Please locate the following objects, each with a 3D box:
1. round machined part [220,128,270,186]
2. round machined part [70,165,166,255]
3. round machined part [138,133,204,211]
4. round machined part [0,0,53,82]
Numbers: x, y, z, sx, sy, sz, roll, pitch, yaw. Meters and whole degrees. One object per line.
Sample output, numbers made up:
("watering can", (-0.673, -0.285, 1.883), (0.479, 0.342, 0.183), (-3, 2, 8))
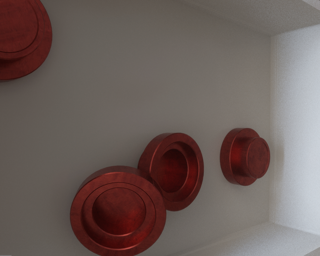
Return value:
("round machined part", (0.148, 0.049, 0.520), (0.099, 0.042, 0.097), (0, 90, -40))
("round machined part", (-0.044, 0.087, 0.338), (0.099, 0.042, 0.097), (-1, 103, -5))
("round machined part", (0.010, 0.055, 0.401), (0.099, 0.042, 0.097), (1, 88, -43))
("round machined part", (-0.144, -0.091, 0.275), (0.099, 0.042, 0.097), (0, 90, -40))
